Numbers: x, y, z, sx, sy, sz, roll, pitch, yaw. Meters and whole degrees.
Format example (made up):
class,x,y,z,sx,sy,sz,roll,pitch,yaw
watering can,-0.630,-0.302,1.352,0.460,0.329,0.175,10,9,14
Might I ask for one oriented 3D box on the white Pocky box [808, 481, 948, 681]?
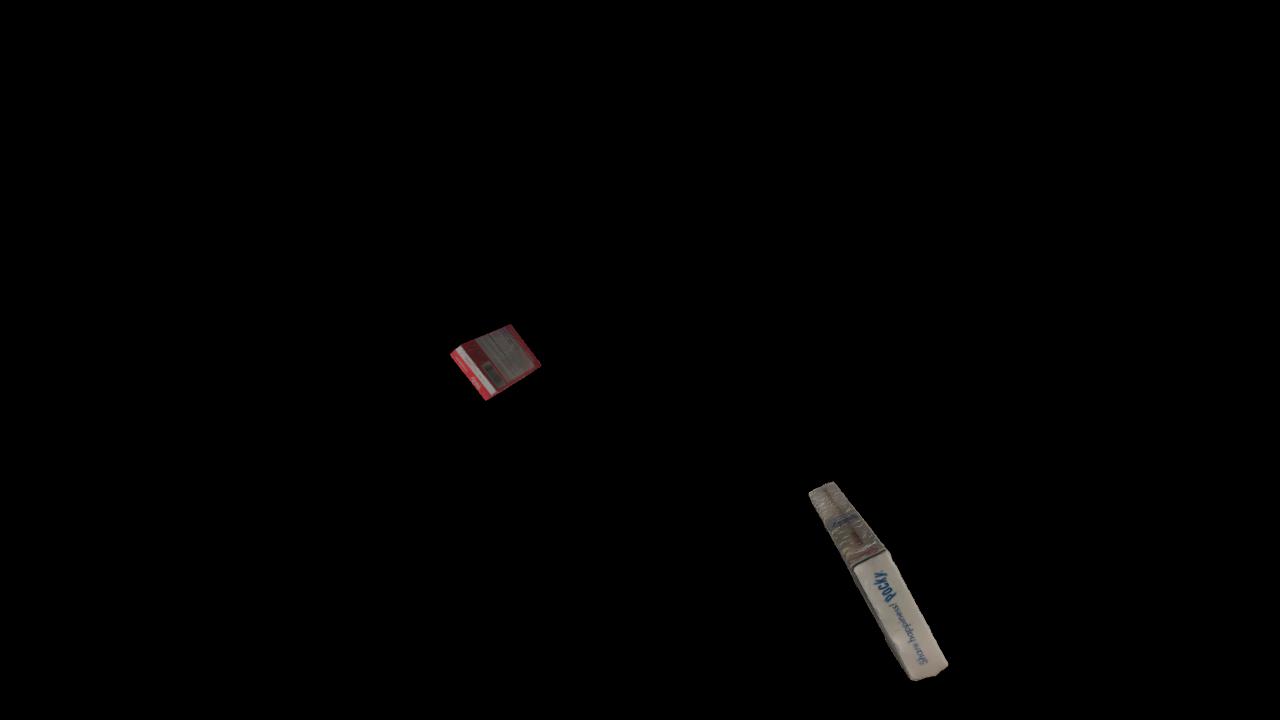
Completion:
class,x,y,z,sx,sy,sz,roll,pitch,yaw
white Pocky box,0.163,0.148,0.444,0.028,0.084,0.154,-29,1,8

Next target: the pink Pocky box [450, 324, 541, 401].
class,x,y,z,sx,sy,sz,roll,pitch,yaw
pink Pocky box,-0.209,0.000,0.913,0.029,0.084,0.155,-36,3,20
